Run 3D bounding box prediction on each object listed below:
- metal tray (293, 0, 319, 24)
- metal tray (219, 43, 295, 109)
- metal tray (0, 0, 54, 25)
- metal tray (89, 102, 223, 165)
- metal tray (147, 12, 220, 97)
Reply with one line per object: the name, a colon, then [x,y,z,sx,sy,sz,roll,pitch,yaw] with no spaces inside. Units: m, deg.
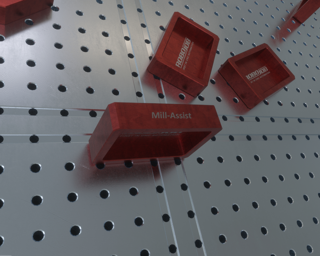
metal tray: [0.387,-0.324,0.770,0.030,0.090,0.131,40,51,-1]
metal tray: [0.177,-0.097,0.558,0.131,0.030,0.090,-29,78,-37]
metal tray: [-0.218,-0.206,0.413,0.130,0.030,0.090,43,51,1]
metal tray: [-0.006,0.008,0.357,0.131,0.090,0.030,-1,62,-29]
metal tray: [0.042,-0.122,0.500,0.090,0.030,0.130,28,52,-11]
